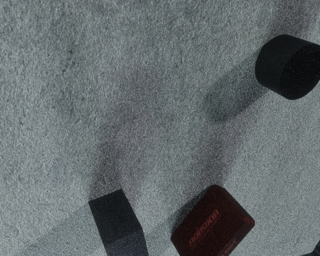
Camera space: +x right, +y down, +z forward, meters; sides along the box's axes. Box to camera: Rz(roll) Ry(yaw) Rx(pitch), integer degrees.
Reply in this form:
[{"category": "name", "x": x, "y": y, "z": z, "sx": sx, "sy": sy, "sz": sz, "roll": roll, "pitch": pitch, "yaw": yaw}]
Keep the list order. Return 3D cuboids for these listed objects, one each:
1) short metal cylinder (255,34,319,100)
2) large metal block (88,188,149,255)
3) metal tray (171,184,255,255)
[{"category": "short metal cylinder", "x": 0.183, "y": -0.086, "z": 0.438, "sx": 0.081, "sy": 0.050, "sz": 0.079, "roll": -14, "pitch": 124, "yaw": -21}, {"category": "large metal block", "x": -0.057, "y": 0.147, "z": 0.431, "sx": 0.050, "sy": 0.080, "sz": 0.079, "roll": -20, "pitch": 126, "yaw": -17}, {"category": "metal tray", "x": 0.083, "y": 0.171, "z": 0.516, "sx": 0.030, "sy": 0.090, "sz": 0.130, "roll": 29, "pitch": 102, "yaw": -38}]
